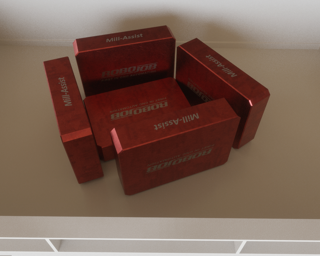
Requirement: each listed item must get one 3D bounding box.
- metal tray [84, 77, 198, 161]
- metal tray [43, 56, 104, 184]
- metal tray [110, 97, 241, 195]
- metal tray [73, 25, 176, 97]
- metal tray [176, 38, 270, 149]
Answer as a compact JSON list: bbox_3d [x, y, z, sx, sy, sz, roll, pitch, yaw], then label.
[{"bbox_3d":[-0.027,-0.016,0.411,0.131,0.030,0.090,-15,52,-13],"label":"metal tray"},{"bbox_3d":[-0.103,-0.011,0.368,0.030,0.089,0.130,-17,52,-14],"label":"metal tray"},{"bbox_3d":[0.017,0.022,0.342,0.131,0.089,0.030,-16,52,-14],"label":"metal tray"},{"bbox_3d":[-0.046,-0.088,0.433,0.131,0.089,0.030,-12,51,-11],"label":"metal tray"},{"bbox_3d":[0.072,-0.045,0.400,0.030,0.089,0.130,-30,56,-22],"label":"metal tray"}]
